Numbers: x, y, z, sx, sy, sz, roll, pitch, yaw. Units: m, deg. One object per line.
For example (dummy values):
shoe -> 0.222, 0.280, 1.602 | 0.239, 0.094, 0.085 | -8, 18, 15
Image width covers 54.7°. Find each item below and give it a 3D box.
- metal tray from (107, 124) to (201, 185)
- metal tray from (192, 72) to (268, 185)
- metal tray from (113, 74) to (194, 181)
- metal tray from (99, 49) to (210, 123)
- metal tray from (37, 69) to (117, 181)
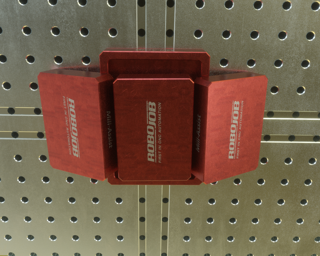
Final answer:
metal tray -> -0.006, 0.032, 0.423 | 0.131, 0.030, 0.089 | 0, 111, -1
metal tray -> 0.086, -0.001, 0.391 | 0.091, 0.030, 0.129 | -11, 113, -26
metal tray -> -0.007, 0.001, 0.378 | 0.091, 0.030, 0.129 | 0, 110, -1
metal tray -> -0.006, -0.053, 0.391 | 0.131, 0.030, 0.089 | 0, 111, -1
metal tray -> -0.101, -0.005, 0.388 | 0.090, 0.030, 0.129 | 9, 113, 24
